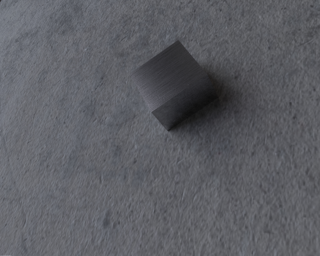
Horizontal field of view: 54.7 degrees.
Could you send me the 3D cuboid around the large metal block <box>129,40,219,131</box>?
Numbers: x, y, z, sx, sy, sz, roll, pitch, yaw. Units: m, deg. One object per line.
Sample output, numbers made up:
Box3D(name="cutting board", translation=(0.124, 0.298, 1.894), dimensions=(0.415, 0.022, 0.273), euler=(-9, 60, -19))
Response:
Box3D(name="large metal block", translation=(0.017, -0.057, 0.412), dimensions=(0.080, 0.050, 0.080), euler=(-34, 52, 5))
